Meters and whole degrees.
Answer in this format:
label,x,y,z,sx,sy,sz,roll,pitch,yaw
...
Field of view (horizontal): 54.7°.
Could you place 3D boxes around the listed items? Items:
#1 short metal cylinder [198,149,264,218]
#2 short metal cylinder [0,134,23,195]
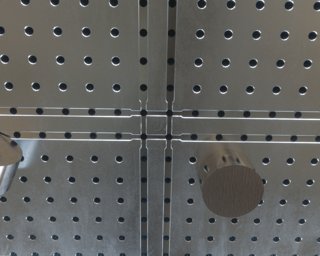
label,x,y,z,sx,sy,sz,roll,pitch,yaw
short metal cylinder,0.096,0.075,0.429,0.081,0.050,0.079,0,110,0
short metal cylinder,-0.227,0.045,0.399,0.080,0.080,0.050,25,108,-9
